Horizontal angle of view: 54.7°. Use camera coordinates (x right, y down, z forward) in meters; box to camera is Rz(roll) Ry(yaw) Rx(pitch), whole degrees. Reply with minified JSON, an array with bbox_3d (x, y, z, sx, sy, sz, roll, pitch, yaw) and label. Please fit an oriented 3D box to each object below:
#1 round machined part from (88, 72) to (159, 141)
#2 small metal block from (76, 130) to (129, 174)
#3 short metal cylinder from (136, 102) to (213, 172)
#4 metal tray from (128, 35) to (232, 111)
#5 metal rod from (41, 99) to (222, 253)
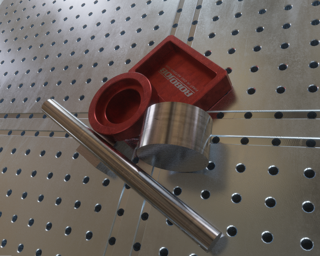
[{"bbox_3d":[-0.046,-0.025,0.425,0.098,0.042,0.098,-14,55,22],"label":"round machined part"},{"bbox_3d":[-0.080,0.028,0.432,0.050,0.025,0.050,32,79,37],"label":"small metal block"},{"bbox_3d":[0.018,0.013,0.353,0.080,0.080,0.050,-4,60,26],"label":"short metal cylinder"},{"bbox_3d":[0.023,-0.068,0.432,0.090,0.030,0.130,-42,51,-2],"label":"metal tray"},{"bbox_3d":[-0.054,0.042,0.383,0.300,0.025,0.025,34,81,29],"label":"metal rod"}]
